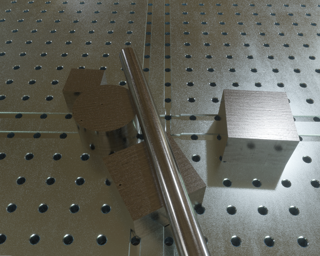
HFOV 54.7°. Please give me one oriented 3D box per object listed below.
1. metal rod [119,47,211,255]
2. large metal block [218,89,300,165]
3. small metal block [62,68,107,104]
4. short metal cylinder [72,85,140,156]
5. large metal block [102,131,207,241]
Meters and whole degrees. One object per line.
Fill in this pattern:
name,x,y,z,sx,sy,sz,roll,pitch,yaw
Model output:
metal rod,-0.005,0.010,0.334,0.025,0.025,0.300,-12,51,-10
large metal block,0.120,-0.002,0.395,0.080,0.050,0.080,3,50,2
small metal block,-0.110,-0.061,0.458,0.050,0.025,0.050,4,50,2
short metal cylinder,-0.067,-0.011,0.399,0.081,0.050,0.080,0,50,0
large metal block,-0.008,0.061,0.340,0.081,0.050,0.080,-22,54,-18
